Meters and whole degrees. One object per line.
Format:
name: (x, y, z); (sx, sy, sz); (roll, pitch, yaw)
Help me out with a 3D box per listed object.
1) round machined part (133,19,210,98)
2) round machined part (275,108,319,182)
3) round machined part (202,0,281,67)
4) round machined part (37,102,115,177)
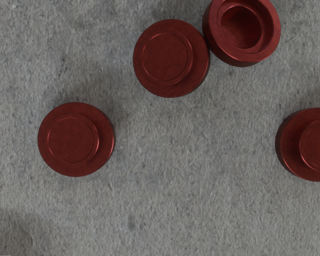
round machined part: (0.011, -0.087, 0.388); (0.098, 0.042, 0.097); (2, 97, 16)
round machined part: (0.207, 0.022, 0.404); (0.099, 0.042, 0.097); (0, 90, -1)
round machined part: (0.099, -0.124, 0.394); (0.099, 0.042, 0.097); (2, 82, -15)
round machined part: (-0.110, 0.015, 0.400); (0.099, 0.042, 0.097); (0, 90, -1)
